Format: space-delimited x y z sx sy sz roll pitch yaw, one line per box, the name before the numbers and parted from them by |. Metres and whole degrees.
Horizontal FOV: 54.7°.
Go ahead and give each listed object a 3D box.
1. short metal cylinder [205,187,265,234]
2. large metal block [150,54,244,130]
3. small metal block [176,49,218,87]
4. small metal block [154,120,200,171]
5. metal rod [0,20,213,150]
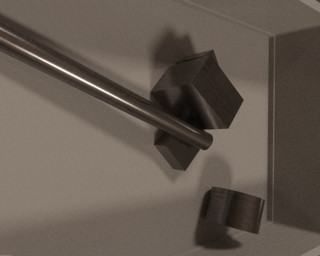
short metal cylinder | 0.113 0.124 0.468 0.080 0.080 0.050 25 74 -38
large metal block | 0.049 -0.042 0.410 0.080 0.080 0.050 46 62 -26
small metal block | 0.057 -0.079 0.440 0.025 0.050 0.050 -38 113 -35
small metal block | 0.027 0.023 0.432 0.050 0.025 0.050 -52 121 -27
metal rod | -0.052 -0.038 0.345 0.301 0.025 0.025 26 73 -31
